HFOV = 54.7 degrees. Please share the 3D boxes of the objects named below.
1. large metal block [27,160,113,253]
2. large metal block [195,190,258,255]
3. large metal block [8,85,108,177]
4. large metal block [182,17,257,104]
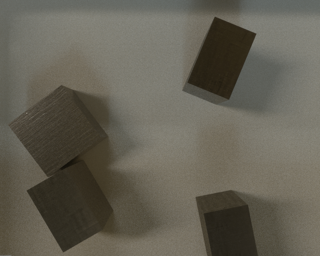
[{"bbox_3d":[-0.106,0.091,0.383,0.050,0.080,0.080,-30,90,0],"label":"large metal block"},{"bbox_3d":[0.081,0.129,0.384,0.050,0.080,0.080,-11,90,0],"label":"large metal block"},{"bbox_3d":[-0.127,0.004,0.398,0.080,0.050,0.080,-37,90,0],"label":"large metal block"},{"bbox_3d":[0.069,-0.078,0.384,0.050,0.080,0.080,22,90,0],"label":"large metal block"}]
